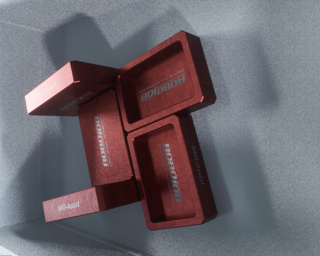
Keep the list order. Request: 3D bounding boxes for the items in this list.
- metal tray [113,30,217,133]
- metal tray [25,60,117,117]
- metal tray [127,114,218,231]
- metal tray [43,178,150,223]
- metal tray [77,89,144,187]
[{"bbox_3d":[0.000,-0.054,0.399,0.130,0.030,0.090,-22,77,37],"label":"metal tray"},{"bbox_3d":[-0.127,-0.053,0.461,0.130,0.091,0.030,-23,76,37],"label":"metal tray"},{"bbox_3d":[0.011,0.057,0.390,0.090,0.030,0.129,-22,76,37],"label":"metal tray"},{"bbox_3d":[-0.089,0.100,0.431,0.130,0.091,0.030,-22,77,37],"label":"metal tray"},{"bbox_3d":[-0.073,0.018,0.458,0.090,0.030,0.129,-22,76,37],"label":"metal tray"}]
